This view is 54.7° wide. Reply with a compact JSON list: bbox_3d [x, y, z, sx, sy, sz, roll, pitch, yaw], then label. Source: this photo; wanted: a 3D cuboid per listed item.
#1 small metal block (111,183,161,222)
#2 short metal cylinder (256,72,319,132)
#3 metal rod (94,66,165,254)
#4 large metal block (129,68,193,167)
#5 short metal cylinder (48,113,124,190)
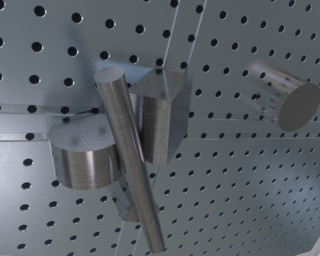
[{"bbox_3d":[-0.035,0.108,0.443,0.050,0.050,0.025,19,108,-36],"label":"small metal block"},{"bbox_3d":[0.197,-0.041,0.478,0.081,0.050,0.079,-14,124,-21],"label":"short metal cylinder"},{"bbox_3d":[-0.024,0.064,0.357,0.025,0.025,0.298,-23,134,-14],"label":"metal rod"},{"bbox_3d":[0.000,-0.015,0.359,0.080,0.050,0.079,-53,151,-55],"label":"large metal block"},{"bbox_3d":[-0.080,0.024,0.347,0.081,0.080,0.050,-11,123,-23],"label":"short metal cylinder"}]
